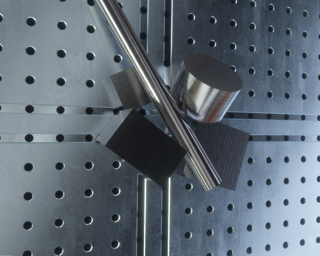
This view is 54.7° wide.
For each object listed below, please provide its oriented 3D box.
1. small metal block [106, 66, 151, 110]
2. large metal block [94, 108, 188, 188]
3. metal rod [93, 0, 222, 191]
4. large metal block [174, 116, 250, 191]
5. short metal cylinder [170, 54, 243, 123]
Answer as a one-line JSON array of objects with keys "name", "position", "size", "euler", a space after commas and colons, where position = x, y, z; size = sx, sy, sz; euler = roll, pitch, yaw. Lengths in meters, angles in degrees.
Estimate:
[{"name": "small metal block", "position": [-0.035, -0.051, 0.401], "size": [0.050, 0.025, 0.050], "euler": [-26, 99, -19]}, {"name": "large metal block", "position": [-0.027, 0.022, 0.374], "size": [0.080, 0.080, 0.050], "euler": [39, 78, -16]}, {"name": "metal rod", "position": [-0.011, -0.060, 0.377], "size": [0.025, 0.025, 0.299], "euler": [-30, 89, -18]}, {"name": "large metal block", "position": [0.066, 0.034, 0.424], "size": [0.081, 0.050, 0.080], "euler": [19, 84, -20]}, {"name": "short metal cylinder", "position": [0.058, -0.052, 0.399], "size": [0.081, 0.080, 0.050], "euler": [9, 131, -20]}]
